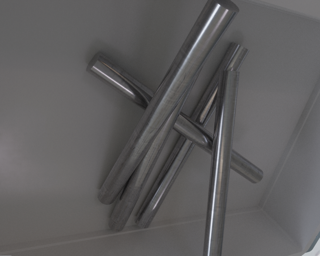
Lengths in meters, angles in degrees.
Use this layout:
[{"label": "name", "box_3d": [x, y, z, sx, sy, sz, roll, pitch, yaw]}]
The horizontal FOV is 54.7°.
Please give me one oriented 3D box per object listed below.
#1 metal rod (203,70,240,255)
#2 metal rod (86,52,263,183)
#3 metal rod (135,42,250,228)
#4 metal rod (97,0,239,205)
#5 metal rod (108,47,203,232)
[{"label": "metal rod", "box_3d": [0.077, 0.076, 0.407, 0.025, 0.025, 0.298, -1, 99, -28]}, {"label": "metal rod", "box_3d": [0.039, 0.002, 0.401, 0.301, 0.025, 0.025, 33, 100, -30]}, {"label": "metal rod", "box_3d": [0.038, 0.021, 0.442, 0.025, 0.025, 0.298, 16, 110, -35]}, {"label": "metal rod", "box_3d": [-0.012, 0.000, 0.333, 0.025, 0.025, 0.298, 4, 138, -30]}, {"label": "metal rod", "box_3d": [-0.013, 0.031, 0.382, 0.025, 0.025, 0.298, 3, 129, -30]}]
